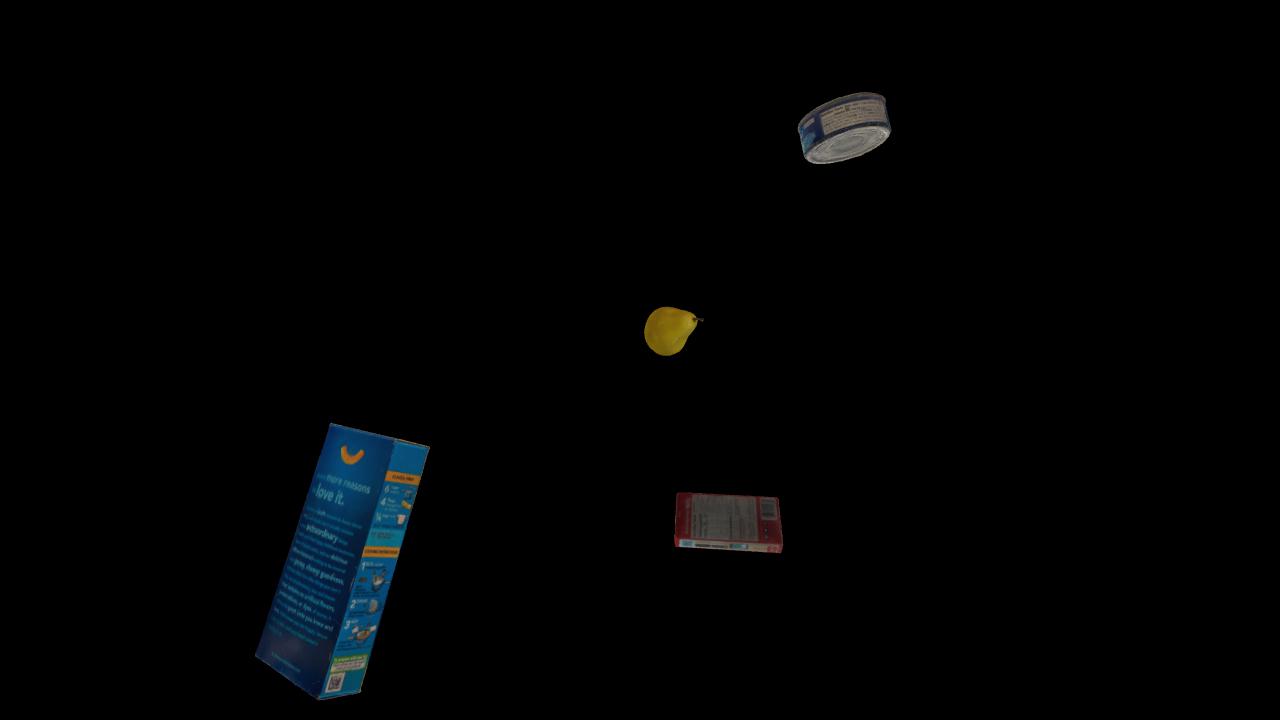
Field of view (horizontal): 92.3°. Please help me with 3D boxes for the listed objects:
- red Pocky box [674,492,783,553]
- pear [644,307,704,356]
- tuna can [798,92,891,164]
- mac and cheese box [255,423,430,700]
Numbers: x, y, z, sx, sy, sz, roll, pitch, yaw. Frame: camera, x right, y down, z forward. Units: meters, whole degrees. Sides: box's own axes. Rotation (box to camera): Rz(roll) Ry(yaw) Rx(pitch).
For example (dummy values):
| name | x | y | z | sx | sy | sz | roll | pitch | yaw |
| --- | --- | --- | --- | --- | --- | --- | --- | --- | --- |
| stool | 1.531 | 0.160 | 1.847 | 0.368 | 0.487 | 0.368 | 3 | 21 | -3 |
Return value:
| name | x | y | z | sx | sy | sz | roll | pitch | yaw |
| --- | --- | --- | --- | --- | --- | --- | --- | --- | --- |
| red Pocky box | 0.130 | 0.240 | 0.912 | 0.155 | 0.028 | 0.083 | 2 | 43 | 5 |
| pear | 0.058 | -0.056 | 0.978 | 0.080 | 0.080 | 0.111 | 0 | -25 | -45 |
| tuna can | 0.200 | -0.224 | 0.602 | 0.084 | 0.034 | 0.084 | -10 | -4 | -1 |
| mac and cheese box | -0.230 | 0.148 | 0.478 | 0.093 | 0.184 | 0.041 | 5 | -14 | 34 |
